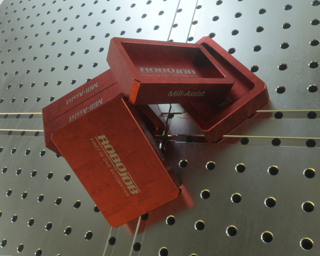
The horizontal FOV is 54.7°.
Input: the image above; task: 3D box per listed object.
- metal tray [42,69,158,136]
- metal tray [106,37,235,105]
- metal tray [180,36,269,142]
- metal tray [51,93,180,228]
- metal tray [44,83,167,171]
[{"bbox_3d":[-0.078,-0.022,0.418,0.130,0.090,0.030,-29,52,10],"label":"metal tray"},{"bbox_3d":[0.012,-0.069,0.370,0.131,0.030,0.090,-4,45,-29],"label":"metal tray"},{"bbox_3d":[0.064,-0.055,0.403,0.090,0.030,0.130,-37,51,3],"label":"metal tray"},{"bbox_3d":[-0.047,0.038,0.349,0.090,0.130,0.030,-29,11,10],"label":"metal tray"},{"bbox_3d":[-0.069,0.000,0.399,0.130,0.090,0.030,-29,52,10],"label":"metal tray"}]
